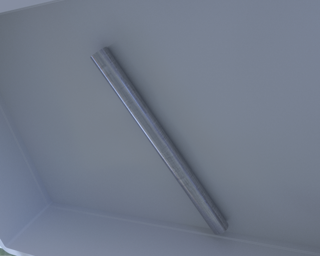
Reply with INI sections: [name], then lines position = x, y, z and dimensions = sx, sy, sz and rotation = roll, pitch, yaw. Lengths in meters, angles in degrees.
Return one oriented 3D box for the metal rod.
[metal rod]
position = 0.006, 0.025, 0.419
dimensions = 0.025, 0.025, 0.299
rotation = -25, 105, 36
